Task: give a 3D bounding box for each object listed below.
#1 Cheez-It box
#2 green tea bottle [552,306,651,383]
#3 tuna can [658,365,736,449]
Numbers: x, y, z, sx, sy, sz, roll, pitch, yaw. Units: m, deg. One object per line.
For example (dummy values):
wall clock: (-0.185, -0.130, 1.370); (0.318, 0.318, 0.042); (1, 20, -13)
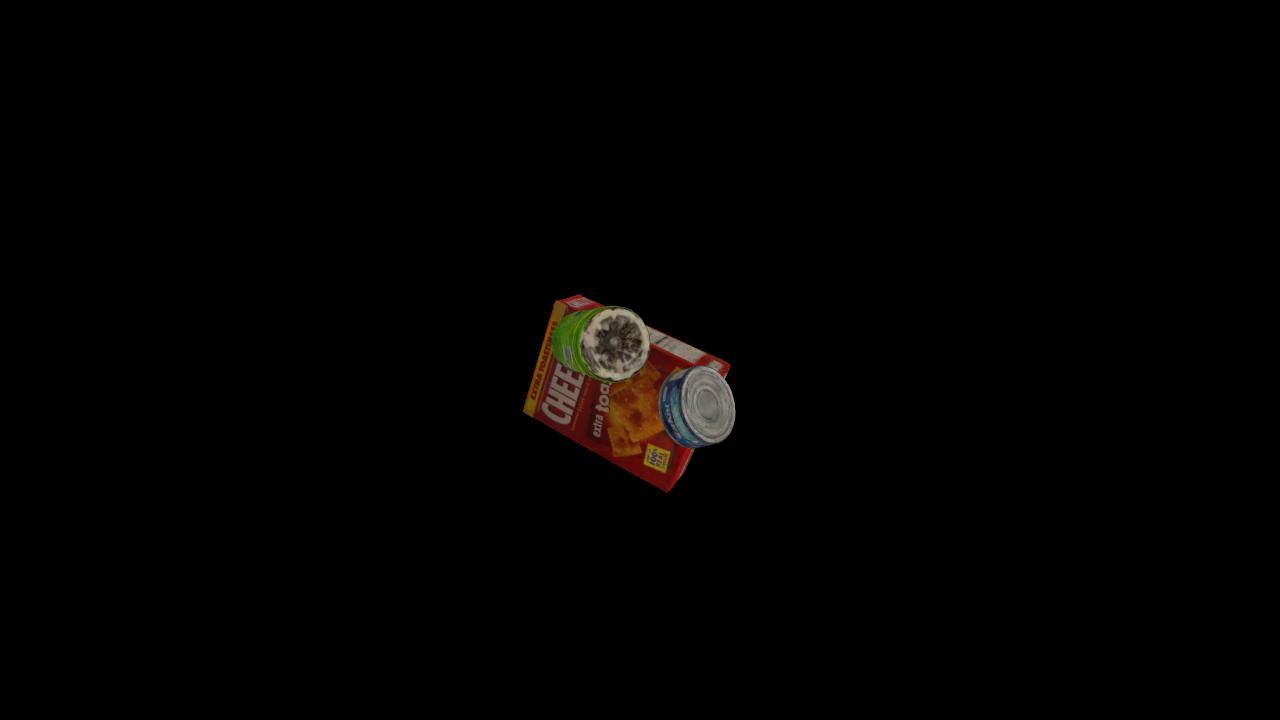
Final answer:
Cheez-It box: (-0.022, 0.037, 0.767); (0.223, 0.166, 0.071); (27, 21, 15)
green tea bottle: (-0.053, -0.018, 0.639); (0.073, 0.073, 0.212); (0, 3, -19)
tuna can: (0.061, 0.049, 0.639); (0.084, 0.084, 0.034); (0, -13, -41)
